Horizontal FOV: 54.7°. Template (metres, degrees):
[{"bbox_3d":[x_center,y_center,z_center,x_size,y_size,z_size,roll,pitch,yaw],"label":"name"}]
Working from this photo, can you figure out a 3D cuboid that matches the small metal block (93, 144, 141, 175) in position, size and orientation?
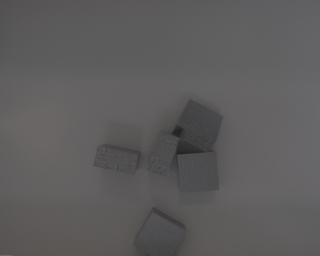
[{"bbox_3d":[-0.053,0.039,0.398,0.050,0.050,0.025,12,90,0],"label":"small metal block"}]

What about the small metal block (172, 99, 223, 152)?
[{"bbox_3d":[0.049,-0.004,0.397,0.050,0.050,0.025,28,132,0],"label":"small metal block"}]

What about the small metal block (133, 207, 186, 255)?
[{"bbox_3d":[0.000,0.142,0.411,0.050,0.025,0.050,30,90,0],"label":"small metal block"}]

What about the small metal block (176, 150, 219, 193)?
[{"bbox_3d":[0.049,0.057,0.412,0.050,0.025,0.050,-5,90,0],"label":"small metal block"}]

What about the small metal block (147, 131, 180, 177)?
[{"bbox_3d":[0.004,0.031,0.399,0.025,0.050,0.050,19,90,0],"label":"small metal block"}]
